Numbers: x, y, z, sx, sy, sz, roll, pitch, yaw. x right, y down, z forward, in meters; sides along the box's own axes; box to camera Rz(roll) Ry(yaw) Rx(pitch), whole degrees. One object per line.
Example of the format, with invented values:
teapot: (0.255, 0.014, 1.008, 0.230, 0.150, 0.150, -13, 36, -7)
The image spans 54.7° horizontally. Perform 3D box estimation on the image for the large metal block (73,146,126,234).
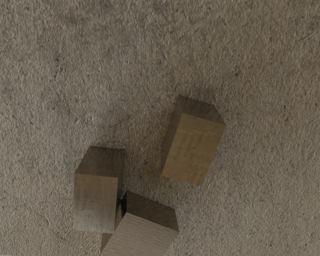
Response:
large metal block: (-0.078, 0.078, 0.408, 0.050, 0.080, 0.079, 6, 110, -2)

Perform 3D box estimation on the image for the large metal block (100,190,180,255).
large metal block: (-0.030, 0.149, 0.447, 0.080, 0.050, 0.080, 26, 108, -15)

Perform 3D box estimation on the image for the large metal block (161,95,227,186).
large metal block: (0.037, 0.012, 0.385, 0.050, 0.080, 0.079, 16, 109, -6)
